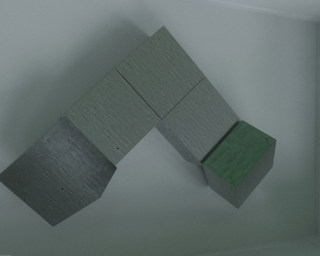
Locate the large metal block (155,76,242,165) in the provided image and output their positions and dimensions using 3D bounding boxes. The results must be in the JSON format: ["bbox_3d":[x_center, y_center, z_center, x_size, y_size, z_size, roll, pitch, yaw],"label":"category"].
[{"bbox_3d":[0.047,-0.009,0.413,0.080,0.050,0.080,-46,104,-14],"label":"large metal block"}]

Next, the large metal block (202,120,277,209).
[{"bbox_3d":[0.107,0.050,0.412,0.080,0.050,0.080,-46,148,-14],"label":"large metal block"}]

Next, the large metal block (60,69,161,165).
[{"bbox_3d":[-0.060,-0.011,0.373,0.080,0.050,0.080,-46,104,-14],"label":"large metal block"}]

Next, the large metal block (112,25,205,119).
[{"bbox_3d":[-0.005,-0.067,0.393,0.080,0.050,0.080,-46,104,-14],"label":"large metal block"}]

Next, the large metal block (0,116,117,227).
[{"bbox_3d":[-0.109,0.048,0.332,0.080,0.050,0.080,-35,106,27],"label":"large metal block"}]
